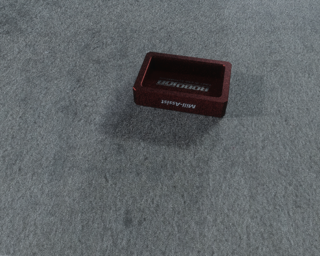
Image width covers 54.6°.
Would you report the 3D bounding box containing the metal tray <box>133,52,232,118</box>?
[{"bbox_3d":[0.035,-0.066,0.455,0.131,0.030,0.090,9,51,8],"label":"metal tray"}]
